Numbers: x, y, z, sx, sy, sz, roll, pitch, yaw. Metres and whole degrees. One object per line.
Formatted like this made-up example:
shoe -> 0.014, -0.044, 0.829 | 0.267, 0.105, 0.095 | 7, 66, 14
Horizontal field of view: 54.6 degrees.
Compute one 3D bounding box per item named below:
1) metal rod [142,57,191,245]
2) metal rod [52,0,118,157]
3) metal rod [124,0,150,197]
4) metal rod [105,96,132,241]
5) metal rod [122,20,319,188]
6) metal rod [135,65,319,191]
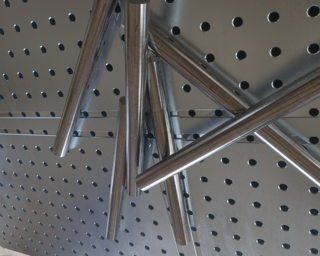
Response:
metal rod -> 0.013, 0.050, 0.435 | 0.025, 0.025, 0.298 | 4, 120, 26
metal rod -> -0.111, -0.061, 0.432 | 0.025, 0.025, 0.298 | 35, 129, 5
metal rod -> -0.032, -0.012, 0.398 | 0.025, 0.025, 0.298 | 20, 133, 17
metal rod -> -0.066, 0.083, 0.497 | 0.025, 0.025, 0.298 | 22, 127, 15
metal rod -> 0.081, -0.030, 0.350 | 0.300, 0.025, 0.025 | 39, 129, 1
metal rod -> 0.071, 0.009, 0.345 | 0.025, 0.025, 0.299 | 49, 129, -7
